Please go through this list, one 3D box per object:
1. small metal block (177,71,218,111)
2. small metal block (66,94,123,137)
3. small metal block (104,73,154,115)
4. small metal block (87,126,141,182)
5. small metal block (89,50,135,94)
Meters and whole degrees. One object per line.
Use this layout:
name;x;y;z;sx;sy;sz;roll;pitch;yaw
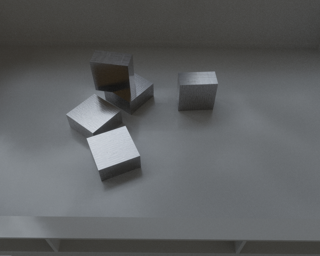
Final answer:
small metal block;0.050;-0.051;0.432;0.050;0.050;0.025;-2;50;-3
small metal block;-0.087;-0.013;0.415;0.050;0.025;0.050;32;57;23
small metal block;-0.045;-0.053;0.449;0.050;0.025;0.050;32;56;23
small metal block;-0.056;0.030;0.379;0.050;0.025;0.050;-19;53;-16
small metal block;-0.063;-0.075;0.419;0.050;0.050;0.025;8;51;6
